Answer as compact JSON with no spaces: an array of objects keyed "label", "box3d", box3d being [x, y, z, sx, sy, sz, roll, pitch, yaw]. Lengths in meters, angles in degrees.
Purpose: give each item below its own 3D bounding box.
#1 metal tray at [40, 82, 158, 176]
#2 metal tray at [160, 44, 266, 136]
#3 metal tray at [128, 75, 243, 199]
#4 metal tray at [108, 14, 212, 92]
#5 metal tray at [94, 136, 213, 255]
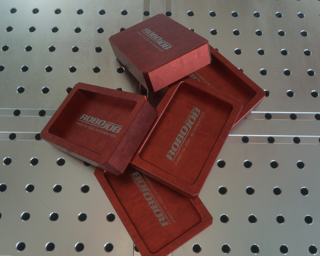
[{"label":"metal tray","box3d":[-0.077,-0.005,0.377,0.130,0.030,0.090,16,67,37]},{"label":"metal tray","box3d":[0.066,-0.056,0.430,0.090,0.030,0.130,-42,76,-14]},{"label":"metal tray","box3d":[0.032,0.007,0.375,0.090,0.030,0.130,27,72,9]},{"label":"metal tray","box3d":[-0.004,-0.106,0.416,0.090,0.030,0.130,-29,43,-11]},{"label":"metal tray","box3d":[-0.009,0.084,0.378,0.090,0.030,0.130,-31,73,-11]}]
